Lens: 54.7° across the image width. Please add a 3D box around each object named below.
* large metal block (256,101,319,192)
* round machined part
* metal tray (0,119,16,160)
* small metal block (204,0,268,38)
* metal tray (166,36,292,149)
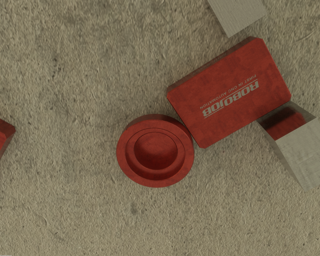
[{"bbox_3d":[0.171,0.019,0.390,0.050,0.080,0.080,-32,107,11],"label":"large metal block"},{"bbox_3d":[-0.005,0.026,0.407,0.099,0.042,0.097,1,114,3],"label":"round machined part"},{"bbox_3d":[-0.266,0.032,0.415,0.090,0.030,0.129,32,107,-12],"label":"metal tray"},{"bbox_3d":[0.087,-0.141,0.359,0.050,0.025,0.050,-31,108,10],"label":"small metal block"},{"bbox_3d":[0.085,-0.043,0.392,0.130,0.030,0.090,-31,108,10],"label":"metal tray"}]
